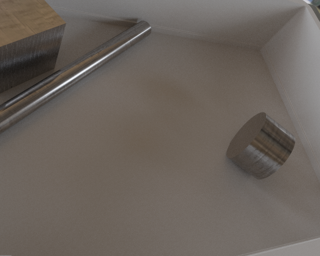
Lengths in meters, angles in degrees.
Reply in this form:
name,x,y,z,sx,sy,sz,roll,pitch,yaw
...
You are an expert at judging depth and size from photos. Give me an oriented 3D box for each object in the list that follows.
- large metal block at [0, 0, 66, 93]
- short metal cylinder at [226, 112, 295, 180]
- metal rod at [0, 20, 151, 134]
name,x,y,z,sx,sy,sz,roll,pitch,yaw
large metal block,-0.159,-0.093,0.342,0.050,0.080,0.080,47,51,4
short metal cylinder,0.139,0.025,0.433,0.050,0.080,0.080,37,51,-4
metal rod,-0.105,-0.073,0.394,0.025,0.025,0.301,43,51,1
